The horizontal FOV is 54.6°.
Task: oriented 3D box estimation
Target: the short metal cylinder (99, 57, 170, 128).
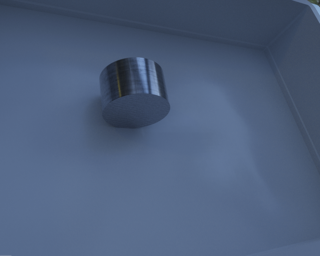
[{"bbox_3d":[-0.031,-0.040,0.378,0.081,0.080,0.050,4,60,-26],"label":"short metal cylinder"}]
